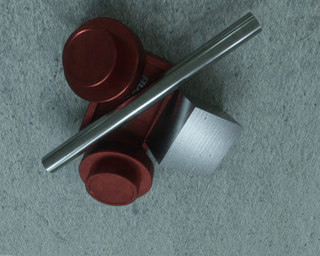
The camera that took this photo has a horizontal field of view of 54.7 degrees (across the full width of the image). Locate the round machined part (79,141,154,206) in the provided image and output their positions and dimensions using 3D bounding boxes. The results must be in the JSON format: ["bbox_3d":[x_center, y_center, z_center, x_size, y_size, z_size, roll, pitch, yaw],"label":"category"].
[{"bbox_3d":[-0.059,0.066,0.407,0.099,0.042,0.097,4,131,5],"label":"round machined part"}]

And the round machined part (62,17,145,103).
[{"bbox_3d":[-0.070,-0.078,0.351,0.098,0.042,0.097,0,89,20],"label":"round machined part"}]

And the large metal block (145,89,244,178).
[{"bbox_3d":[0.041,0.009,0.386,0.080,0.050,0.080,19,110,-33],"label":"large metal block"}]

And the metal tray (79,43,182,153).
[{"bbox_3d":[-0.037,-0.034,0.395,0.090,0.030,0.129,23,108,-9],"label":"metal tray"}]

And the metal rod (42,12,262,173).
[{"bbox_3d":[-0.019,-0.035,0.367,0.300,0.025,0.025,-33,107,11],"label":"metal rod"}]
